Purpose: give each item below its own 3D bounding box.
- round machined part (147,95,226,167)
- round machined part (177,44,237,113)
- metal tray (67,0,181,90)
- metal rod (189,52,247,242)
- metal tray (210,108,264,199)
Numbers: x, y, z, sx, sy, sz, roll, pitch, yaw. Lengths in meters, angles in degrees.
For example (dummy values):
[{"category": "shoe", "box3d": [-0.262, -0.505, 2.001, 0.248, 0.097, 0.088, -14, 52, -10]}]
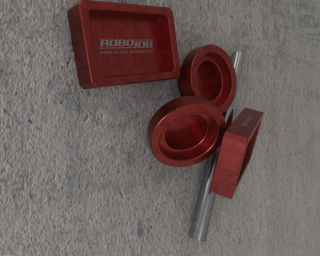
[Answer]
[{"category": "round machined part", "box3d": [0.031, 0.000, 0.398, 0.099, 0.042, 0.097, -9, 128, -12]}, {"category": "round machined part", "box3d": [0.064, -0.067, 0.446, 0.099, 0.042, 0.097, 0, 89, -41]}, {"category": "metal tray", "box3d": [-0.037, -0.098, 0.370, 0.131, 0.030, 0.089, -13, 99, -39]}, {"category": "metal rod", "box3d": [0.093, 0.021, 0.482, 0.025, 0.025, 0.299, 25, 74, -37]}, {"category": "metal tray", "box3d": [0.113, 0.031, 0.444, 0.131, 0.030, 0.089, -35, 138, -58]}]
